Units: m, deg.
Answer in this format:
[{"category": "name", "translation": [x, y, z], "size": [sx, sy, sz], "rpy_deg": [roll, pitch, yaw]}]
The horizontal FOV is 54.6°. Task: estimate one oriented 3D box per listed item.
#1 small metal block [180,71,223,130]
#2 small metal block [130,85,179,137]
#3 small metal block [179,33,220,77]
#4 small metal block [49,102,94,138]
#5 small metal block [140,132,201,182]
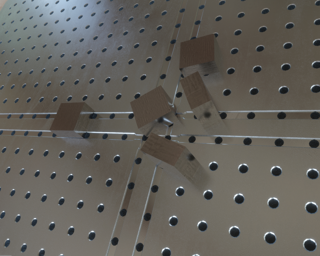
[{"category": "small metal block", "translation": [0.052, -0.034, 0.386], "size": [0.025, 0.050, 0.050], "rpy_deg": [-26, 53, 12]}, {"category": "small metal block", "translation": [-0.008, -0.023, 0.428], "size": [0.050, 0.025, 0.050], "rpy_deg": [-28, 52, 10]}, {"category": "small metal block", "translation": [0.056, -0.102, 0.442], "size": [0.050, 0.025, 0.050], "rpy_deg": [-9, 58, 23]}, {"category": "small metal block", "translation": [-0.139, -0.012, 0.490], "size": [0.050, 0.025, 0.050], "rpy_deg": [1, 62, 28]}, {"category": "small metal block", "translation": [0.013, 0.035, 0.365], "size": [0.050, 0.050, 0.025], "rpy_deg": [22, 74, 36]}]
